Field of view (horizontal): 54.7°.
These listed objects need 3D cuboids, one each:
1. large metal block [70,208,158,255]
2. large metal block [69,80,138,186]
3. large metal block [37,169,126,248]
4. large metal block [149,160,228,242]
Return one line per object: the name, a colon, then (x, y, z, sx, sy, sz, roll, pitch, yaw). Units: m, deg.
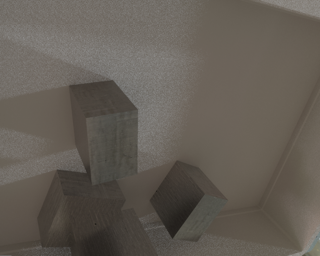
large metal block: (-0.058, 0.149, 0.369, 0.081, 0.080, 0.050, -6, 121, -25)
large metal block: (-0.063, 0.002, 0.340, 0.050, 0.080, 0.079, -11, 123, -23)
large metal block: (-0.103, 0.105, 0.401, 0.081, 0.050, 0.080, 14, 111, -34)
large metal block: (0.040, 0.108, 0.462, 0.050, 0.080, 0.080, 23, 106, -37)
